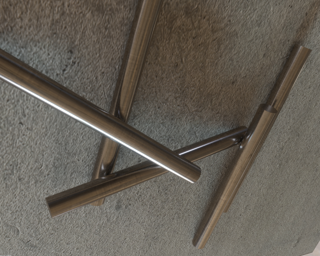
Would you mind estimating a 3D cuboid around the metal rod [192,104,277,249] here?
[{"bbox_3d":[0.111,0.094,0.503,0.025,0.025,0.298,-1,126,-28],"label":"metal rod"}]

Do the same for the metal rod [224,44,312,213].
[{"bbox_3d":[0.159,0.013,0.501,0.025,0.025,0.298,7,115,-31],"label":"metal rod"}]

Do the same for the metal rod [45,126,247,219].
[{"bbox_3d":[0.003,0.049,0.416,0.302,0.025,0.025,-18,126,-27],"label":"metal rod"}]

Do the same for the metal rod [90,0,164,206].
[{"bbox_3d":[-0.043,-0.033,0.362,0.025,0.025,0.298,5,116,-31],"label":"metal rod"}]

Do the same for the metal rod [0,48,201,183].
[{"bbox_3d":[-0.065,-0.008,0.338,0.301,0.025,0.025,32,100,-30],"label":"metal rod"}]
